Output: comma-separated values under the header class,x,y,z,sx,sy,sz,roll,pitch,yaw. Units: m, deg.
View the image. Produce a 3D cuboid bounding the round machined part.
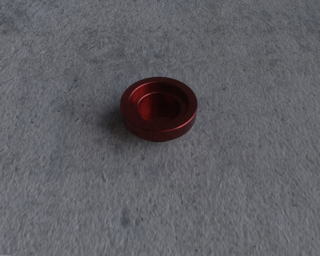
class,x,y,z,sx,sy,sz,roll,pitch,yaw
round machined part,-0.001,-0.020,0.409,0.099,0.042,0.098,0,50,0
